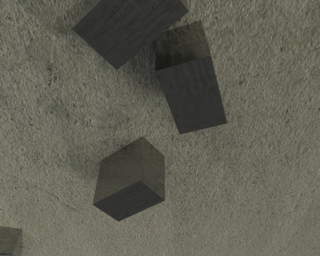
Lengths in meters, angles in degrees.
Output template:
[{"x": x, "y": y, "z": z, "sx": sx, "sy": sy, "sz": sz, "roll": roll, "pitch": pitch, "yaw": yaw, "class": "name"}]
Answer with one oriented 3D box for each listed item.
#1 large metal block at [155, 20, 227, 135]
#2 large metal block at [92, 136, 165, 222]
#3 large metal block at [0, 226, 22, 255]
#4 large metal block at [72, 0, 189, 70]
[{"x": 0.032, "y": -0.053, "z": 0.326, "sx": 0.050, "sy": 0.080, "sz": 0.080, "roll": -14, "pitch": 129, "yaw": 11, "class": "large metal block"}, {"x": -0.041, "y": 0.071, "z": 0.431, "sx": 0.080, "sy": 0.080, "sz": 0.050, "roll": -30, "pitch": 124, "yaw": 23, "class": "large metal block"}, {"x": -0.309, "y": 0.228, "z": 0.581, "sx": 0.081, "sy": 0.050, "sz": 0.079, "roll": 12, "pitch": 129, "yaw": -10, "class": "large metal block"}, {"x": -0.024, "y": -0.111, "z": 0.276, "sx": 0.080, "sy": 0.080, "sz": 0.050, "roll": -33, "pitch": 123, "yaw": 25, "class": "large metal block"}]
